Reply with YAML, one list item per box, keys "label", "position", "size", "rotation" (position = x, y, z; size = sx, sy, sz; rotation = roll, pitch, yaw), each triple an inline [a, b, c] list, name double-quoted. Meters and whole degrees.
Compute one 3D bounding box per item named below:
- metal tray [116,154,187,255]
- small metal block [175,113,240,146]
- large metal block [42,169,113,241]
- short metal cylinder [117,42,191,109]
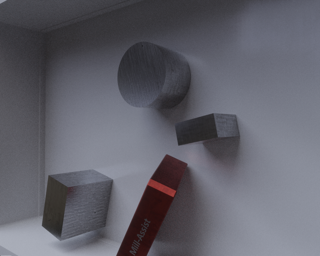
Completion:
- label: "metal tray"
  position: [-0.011, 0.105, 0.369]
  size: [0.030, 0.090, 0.129]
  rotation: [25, 108, 6]
- label: "small metal block"
  position: [0.053, 0.002, 0.345]
  size: [0.050, 0.050, 0.025]
  rotation: [-15, 81, 39]
- label: "large metal block"
  position: [-0.125, 0.113, 0.471]
  size: [0.050, 0.081, 0.079]
  rotation: [17, 101, 38]
- label: "short metal cylinder"
  position: [-0.008, -0.065, 0.395]
  size: [0.080, 0.050, 0.079]
  rotation: [0, 90, 39]
